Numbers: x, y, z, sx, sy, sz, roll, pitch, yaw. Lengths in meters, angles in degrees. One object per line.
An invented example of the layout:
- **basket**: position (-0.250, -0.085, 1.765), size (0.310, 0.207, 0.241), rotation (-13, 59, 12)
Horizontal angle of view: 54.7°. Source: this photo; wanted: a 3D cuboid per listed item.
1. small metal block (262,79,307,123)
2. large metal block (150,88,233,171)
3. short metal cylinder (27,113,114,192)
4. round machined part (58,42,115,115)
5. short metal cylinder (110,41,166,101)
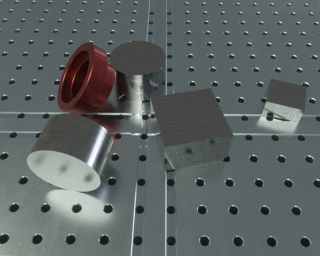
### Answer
- **small metal block**: position (0.178, -0.040, 0.442), size (0.050, 0.025, 0.050), rotation (15, 52, 12)
- **large metal block**: position (0.036, 0.001, 0.391), size (0.081, 0.050, 0.080), rotation (-10, 51, -8)
- **short metal cylinder**: position (-0.098, 0.029, 0.347), size (0.080, 0.080, 0.050), rotation (8, 51, 7)
- **round machined part**: position (-0.098, -0.063, 0.426), size (0.042, 0.098, 0.098), rotation (21, 38, -37)
- **short metal cylinder**: position (-0.032, -0.086, 0.463), size (0.081, 0.050, 0.080), rotation (0, 50, 0)
